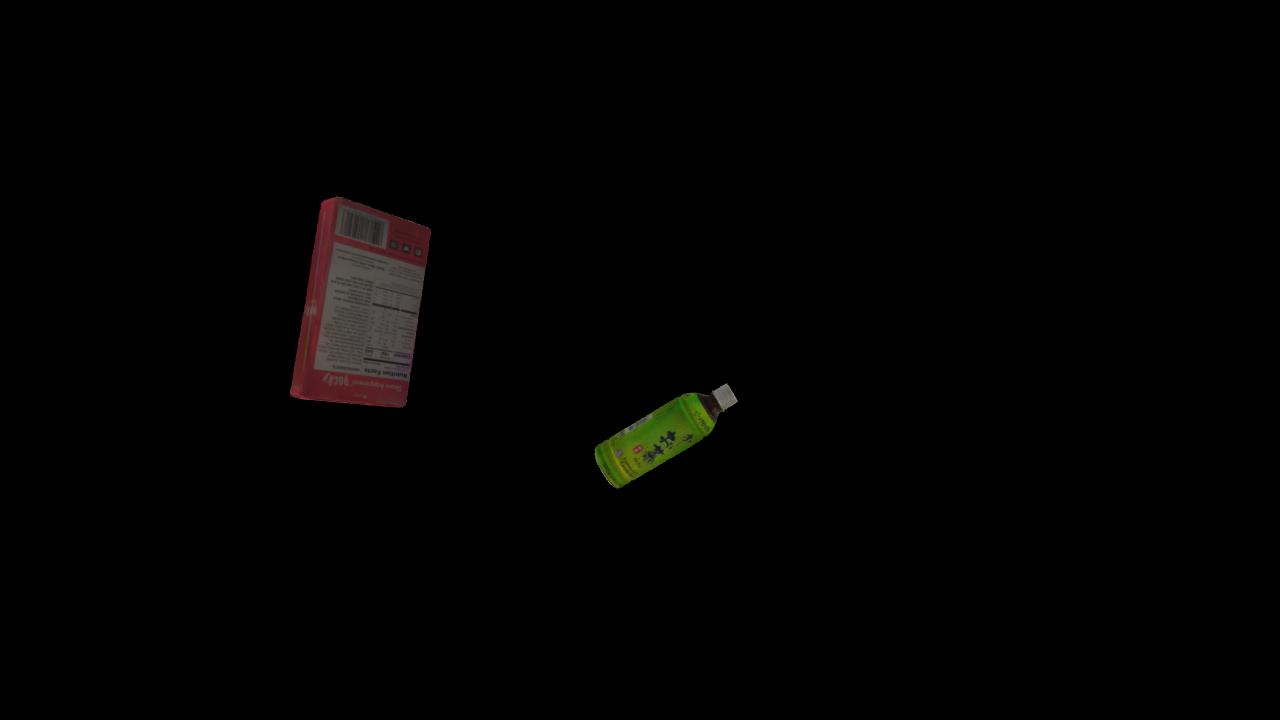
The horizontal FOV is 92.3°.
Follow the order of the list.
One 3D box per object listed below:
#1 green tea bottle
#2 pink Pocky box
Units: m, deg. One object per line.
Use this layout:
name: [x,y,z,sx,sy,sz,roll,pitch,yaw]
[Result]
green tea bottle: [0.039,0.099,0.864,0.212,0.073,0.073,-33,-5,7]
pink Pocky box: [-0.220,-0.042,0.492,0.029,0.155,0.084,2,-6,38]
